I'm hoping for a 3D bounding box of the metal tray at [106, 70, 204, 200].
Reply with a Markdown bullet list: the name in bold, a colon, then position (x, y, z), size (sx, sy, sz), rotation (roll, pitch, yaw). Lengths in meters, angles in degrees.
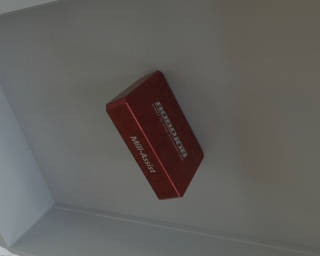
- **metal tray**: position (0.000, 0.007, 0.368), size (0.030, 0.090, 0.130), rotation (-17, 110, 34)
